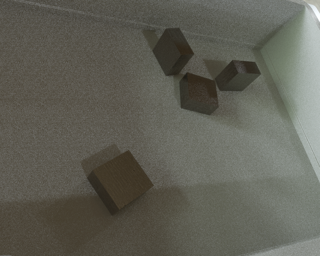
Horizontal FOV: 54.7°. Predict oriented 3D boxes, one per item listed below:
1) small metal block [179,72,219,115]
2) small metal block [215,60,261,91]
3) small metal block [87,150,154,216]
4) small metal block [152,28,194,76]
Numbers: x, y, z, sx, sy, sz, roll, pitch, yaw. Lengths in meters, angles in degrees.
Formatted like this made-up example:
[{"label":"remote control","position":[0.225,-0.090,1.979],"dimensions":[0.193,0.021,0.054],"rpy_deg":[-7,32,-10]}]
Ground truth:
[{"label":"small metal block","position":[0.059,-0.052,0.471],"dimensions":[0.050,0.025,0.050],"rpy_deg":[13,56,-22]},{"label":"small metal block","position":[0.129,-0.086,0.514],"dimensions":[0.050,0.050,0.025],"rpy_deg":[-3,64,-30]},{"label":"small metal block","position":[-0.044,0.060,0.346],"dimensions":[0.050,0.025,0.050],"rpy_deg":[-29,78,-38]},{"label":"small metal block","position":[0.019,-0.116,0.472],"dimensions":[0.025,0.050,0.050],"rpy_deg":[-14,69,-34]}]
